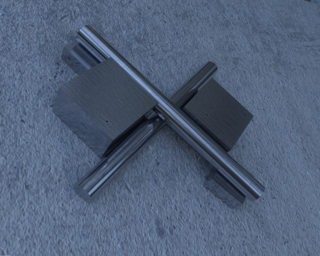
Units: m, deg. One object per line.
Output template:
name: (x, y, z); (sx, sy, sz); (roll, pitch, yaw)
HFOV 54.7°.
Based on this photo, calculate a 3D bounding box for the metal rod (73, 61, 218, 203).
metal rod: (0.002, -0.015, 0.416); (0.025, 0.025, 0.302); (43, 51, 1)

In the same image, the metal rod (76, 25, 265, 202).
metal rod: (0.012, -0.019, 0.391); (0.300, 0.025, 0.025); (43, 51, 1)

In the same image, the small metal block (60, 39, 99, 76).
small metal block: (-0.094, -0.092, 0.412); (0.050, 0.025, 0.050); (45, 51, 2)

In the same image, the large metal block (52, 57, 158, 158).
large metal block: (-0.065, -0.025, 0.367); (0.080, 0.050, 0.080); (45, 51, 3)

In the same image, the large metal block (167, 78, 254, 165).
large metal block: (0.071, -0.010, 0.434); (0.080, 0.050, 0.080); (43, 51, 1)

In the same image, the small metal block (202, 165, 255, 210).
small metal block: (0.092, 0.070, 0.412); (0.050, 0.025, 0.050); (40, 51, -1)
